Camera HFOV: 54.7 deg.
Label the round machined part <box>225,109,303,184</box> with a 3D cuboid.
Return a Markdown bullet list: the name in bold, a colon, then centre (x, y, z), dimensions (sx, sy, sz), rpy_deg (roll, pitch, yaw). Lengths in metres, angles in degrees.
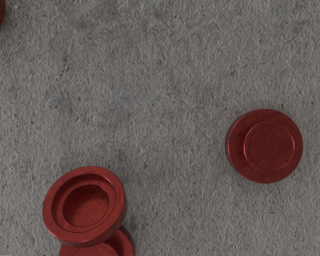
- **round machined part**: centre (0.138, 0.024, 0.402), dimensions (0.099, 0.042, 0.097), rpy_deg (0, 90, 0)

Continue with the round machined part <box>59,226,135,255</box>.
- **round machined part**: centre (-0.082, 0.171, 0.401), dimensions (0.099, 0.042, 0.097), rpy_deg (0, 90, 0)

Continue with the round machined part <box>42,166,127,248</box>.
- **round machined part**: centre (-0.089, 0.100, 0.385), dimensions (0.099, 0.042, 0.098), rpy_deg (-2, 51, 3)

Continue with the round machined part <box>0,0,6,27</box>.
- **round machined part**: centre (-0.248, -0.156, 0.399), dimensions (0.099, 0.042, 0.097), rpy_deg (0, 90, 0)
